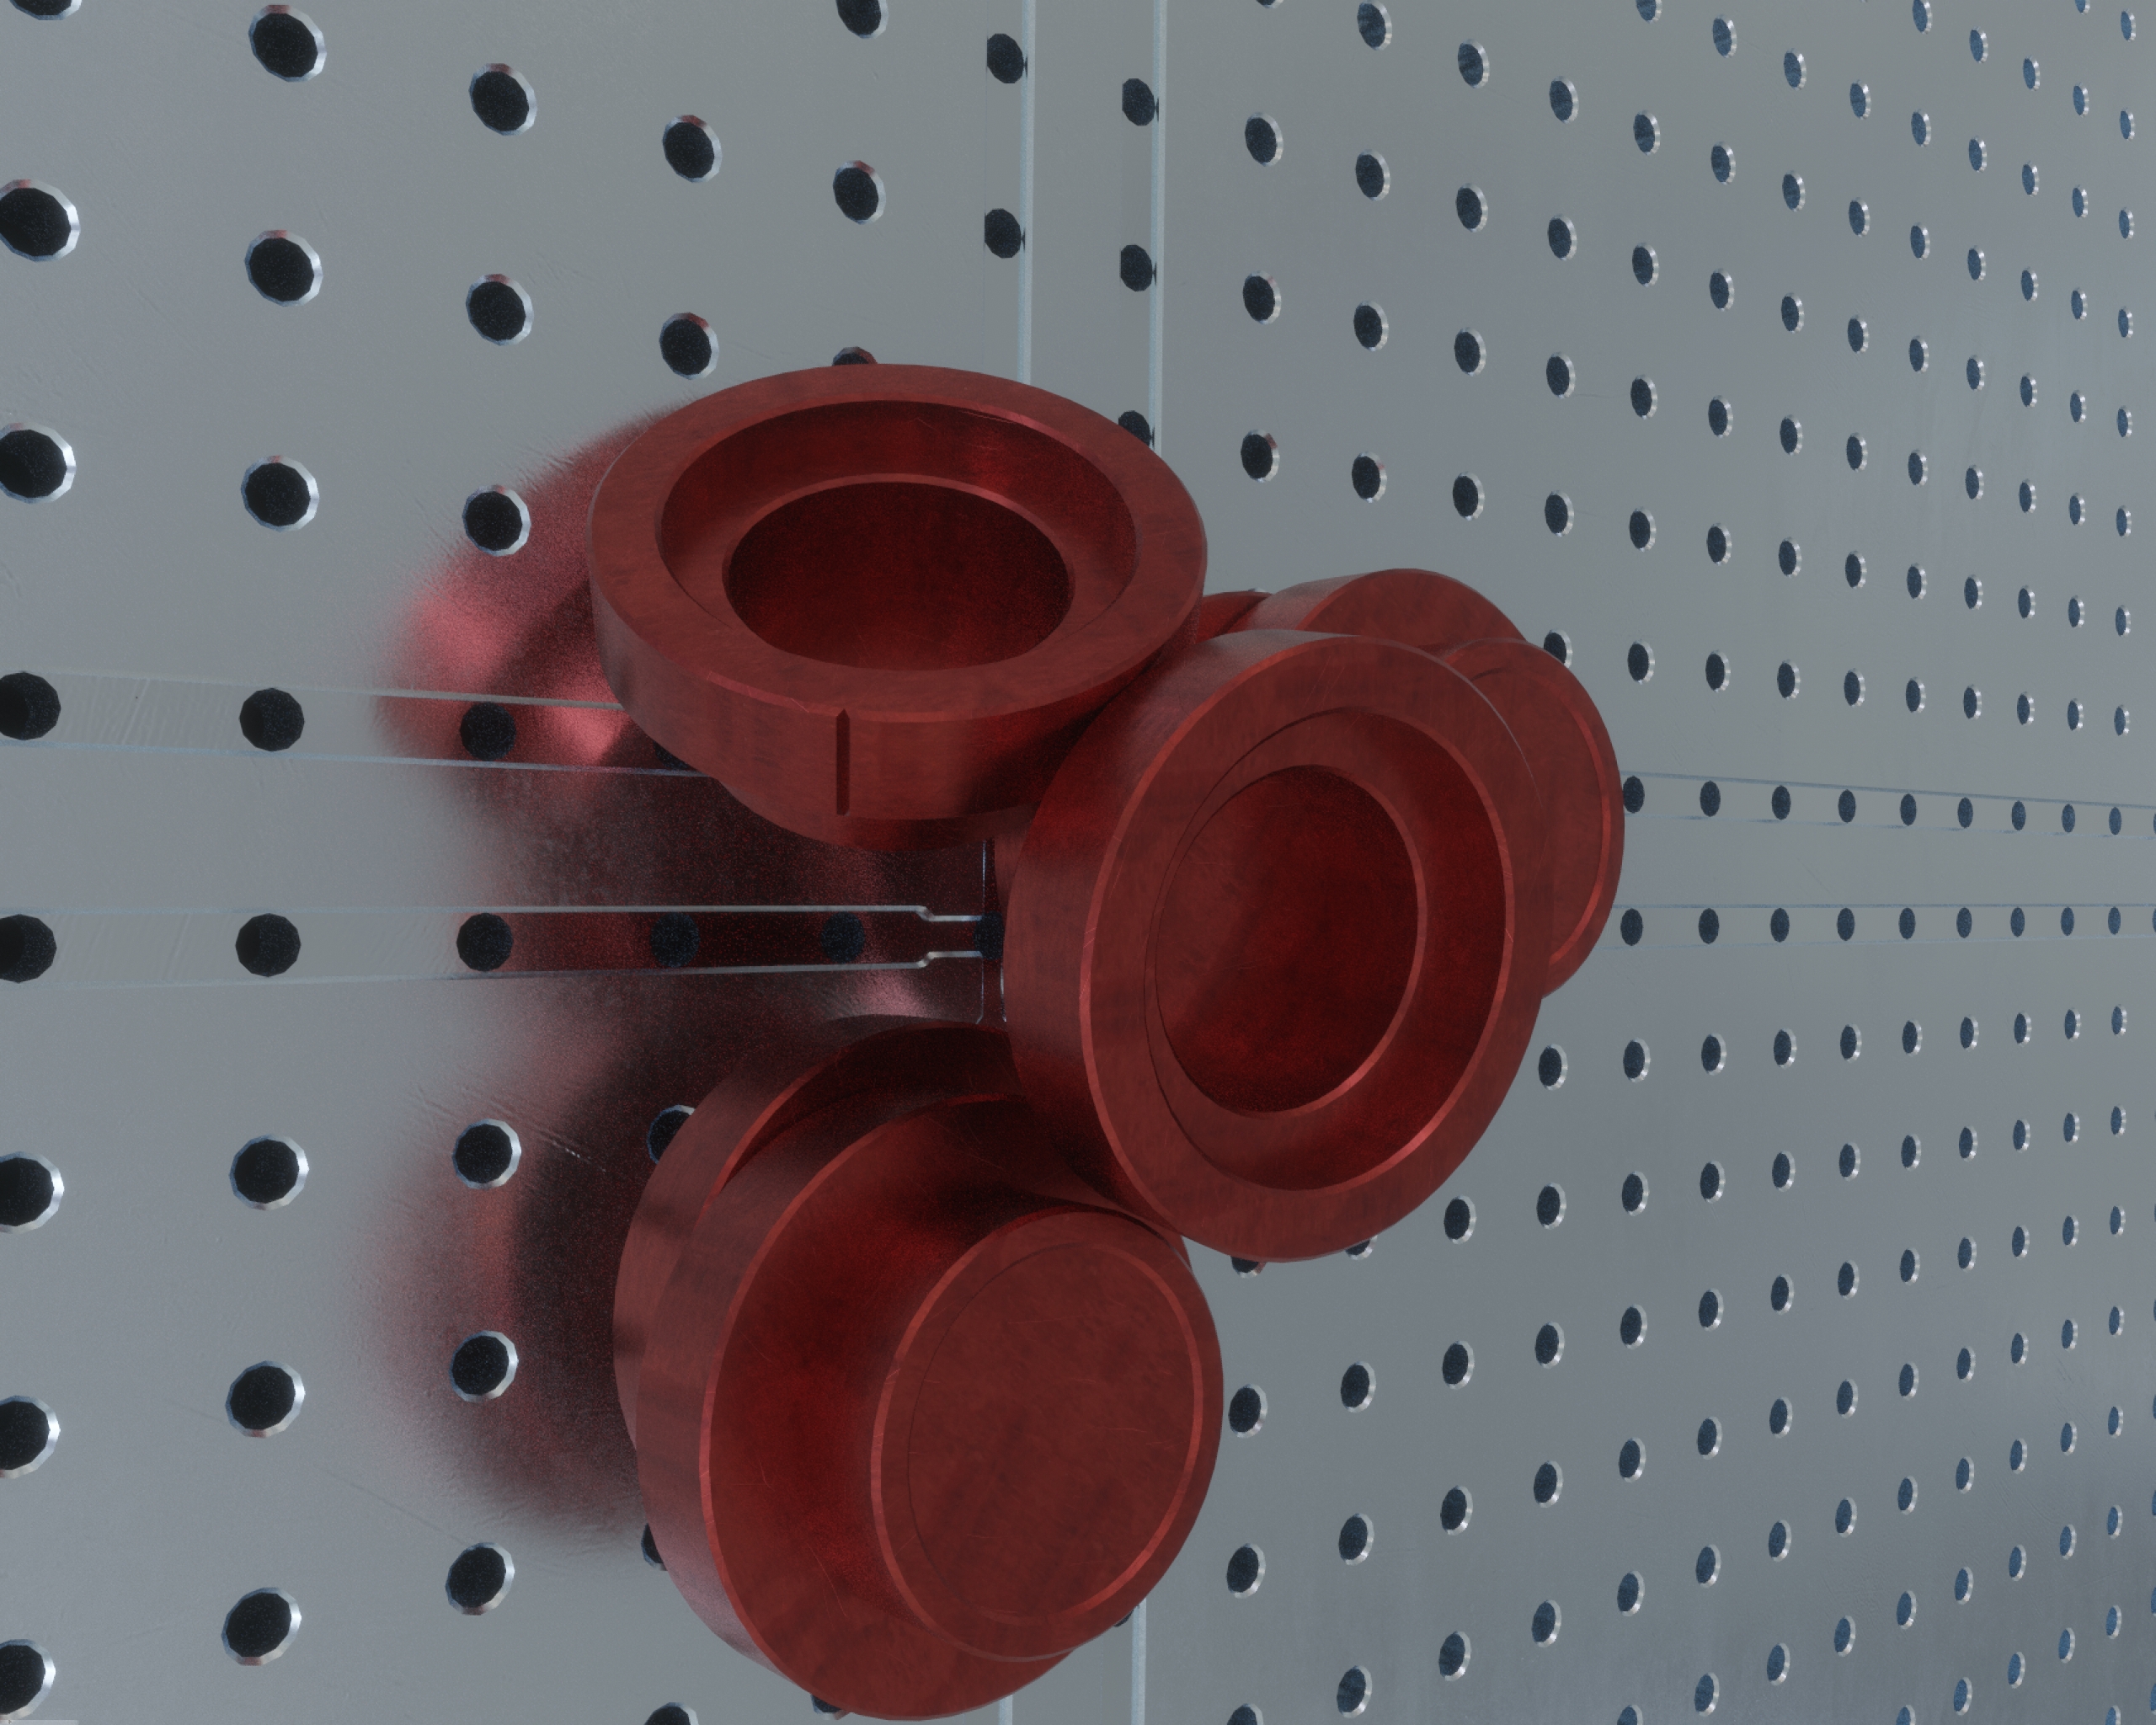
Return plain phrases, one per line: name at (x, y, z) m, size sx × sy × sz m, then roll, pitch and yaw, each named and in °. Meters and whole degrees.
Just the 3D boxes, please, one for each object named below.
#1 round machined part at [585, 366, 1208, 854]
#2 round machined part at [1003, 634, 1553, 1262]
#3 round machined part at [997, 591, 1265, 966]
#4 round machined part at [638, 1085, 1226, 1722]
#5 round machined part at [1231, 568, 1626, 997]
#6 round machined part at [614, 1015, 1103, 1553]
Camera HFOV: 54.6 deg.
round machined part at (-0.030, -0.039, 0.347) m, size 0.099 × 0.098 × 0.042 m, roll -34°, pitch 147°, yaw -35°
round machined part at (0.028, 0.011, 0.337) m, size 0.099 × 0.042 × 0.097 m, roll -8°, pitch 103°, yaw -36°
round machined part at (0.036, -0.003, 0.400) m, size 0.099 × 0.042 × 0.097 m, roll 0°, pitch 90°, yaw -40°
round machined part at (-0.015, 0.085, 0.329) m, size 0.099 × 0.042 × 0.097 m, roll 0°, pitch 90°, yaw -40°
round machined part at (0.066, -0.007, 0.397) m, size 0.099 × 0.042 × 0.097 m, roll 1°, pitch 89°, yaw -40°
round machined part at (-0.024, 0.076, 0.350) m, size 0.099 × 0.042 × 0.097 m, roll 0°, pitch 90°, yaw -40°
